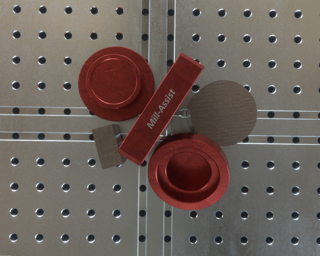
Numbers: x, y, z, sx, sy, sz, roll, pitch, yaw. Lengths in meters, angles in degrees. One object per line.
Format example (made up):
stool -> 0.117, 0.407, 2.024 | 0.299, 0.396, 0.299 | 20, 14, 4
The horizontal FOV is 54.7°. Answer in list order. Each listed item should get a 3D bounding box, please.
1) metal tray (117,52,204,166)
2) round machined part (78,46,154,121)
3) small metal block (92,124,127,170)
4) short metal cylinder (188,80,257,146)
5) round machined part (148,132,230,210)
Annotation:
metal tray -> 0.001, -0.021, 0.377 | 0.030, 0.090, 0.130 | 33, 90, 0
round machined part -> -0.057, -0.057, 0.400 | 0.099, 0.042, 0.097 | 0, 90, 0
small metal block -> -0.063, 0.023, 0.396 | 0.025, 0.050, 0.050 | -15, 90, 0
short metal cylinder -> 0.077, -0.018, 0.397 | 0.081, 0.050, 0.079 | 0, 90, 0
round machined part -> 0.037, 0.050, 0.390 | 0.098, 0.042, 0.097 | 4, 112, 9
